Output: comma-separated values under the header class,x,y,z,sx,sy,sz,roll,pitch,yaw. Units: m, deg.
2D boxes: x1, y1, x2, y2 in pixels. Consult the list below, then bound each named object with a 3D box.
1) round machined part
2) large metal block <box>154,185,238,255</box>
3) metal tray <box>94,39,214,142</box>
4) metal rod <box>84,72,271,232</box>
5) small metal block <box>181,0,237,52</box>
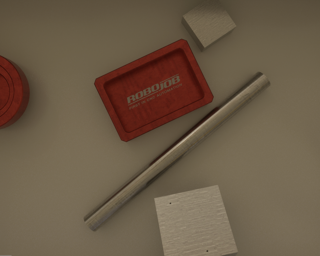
class,x,y,z,sx,sy,sz,roll,pitch,yaw
round machined part,-0.218,-0.046,0.400,0.099,0.042,0.097,0,90,-1
large metal block,0.042,0.124,0.382,0.080,0.050,0.080,-12,58,-1
metal tray,-0.008,-0.048,0.408,0.131,0.030,0.090,-25,90,-1
metal rod,0.023,0.031,0.411,0.300,0.025,0.025,-40,91,-1
small metal block,0.064,-0.138,0.412,0.050,0.025,0.050,-34,90,0
